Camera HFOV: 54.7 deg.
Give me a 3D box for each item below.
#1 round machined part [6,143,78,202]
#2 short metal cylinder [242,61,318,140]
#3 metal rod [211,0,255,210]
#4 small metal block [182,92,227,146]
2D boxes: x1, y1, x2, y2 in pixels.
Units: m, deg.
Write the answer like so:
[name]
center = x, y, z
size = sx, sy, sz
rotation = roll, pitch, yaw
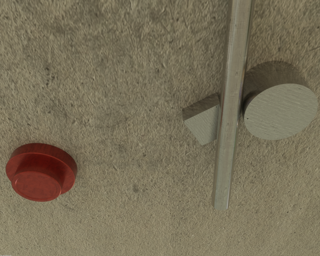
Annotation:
[round machined part]
center = -0.175, 0.071, 0.454
size = 0.099, 0.042, 0.097
rotation = -1, 130, 0
[short metal cylinder]
center = 0.135, -0.032, 0.366
size = 0.081, 0.050, 0.079
rotation = -1, 130, 0
[metal rod]
center = 0.082, -0.020, 0.360
size = 0.025, 0.025, 0.298
rotation = -1, 121, 0
[small metal block]
center = 0.063, -0.011, 0.399
size = 0.050, 0.025, 0.050
rotation = -26, 126, 20
